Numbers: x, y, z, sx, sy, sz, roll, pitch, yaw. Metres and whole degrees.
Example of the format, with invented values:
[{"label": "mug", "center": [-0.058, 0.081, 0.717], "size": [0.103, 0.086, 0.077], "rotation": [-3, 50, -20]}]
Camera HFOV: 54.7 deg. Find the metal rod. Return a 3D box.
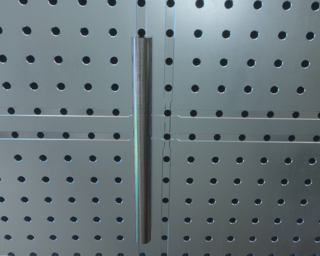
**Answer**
[{"label": "metal rod", "center": [-0.024, 0.030, 0.424], "size": [0.025, 0.025, 0.298], "rotation": [1, 110, -1]}]
